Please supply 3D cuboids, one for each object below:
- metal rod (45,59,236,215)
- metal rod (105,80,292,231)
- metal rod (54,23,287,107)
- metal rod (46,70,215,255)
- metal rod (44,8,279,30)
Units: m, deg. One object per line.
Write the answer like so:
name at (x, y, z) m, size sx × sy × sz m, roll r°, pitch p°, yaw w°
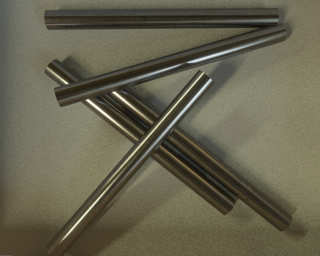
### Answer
metal rod at (-0.026, 0.012, 0.410) m, size 0.300 × 0.025 × 0.025 m, roll 38°, pitch 90°, yaw -1°
metal rod at (0.049, 0.034, 0.411) m, size 0.300 × 0.025 × 0.025 m, roll 38°, pitch 90°, yaw -1°
metal rod at (0.019, -0.082, 0.395) m, size 0.302 × 0.025 × 0.025 m, roll -18°, pitch 90°, yaw -7°
metal rod at (-0.041, 0.050, 0.390) m, size 0.025 × 0.025 × 0.299 m, roll 41°, pitch 97°, yaw -1°
metal rod at (0.003, -0.145, 0.410) m, size 0.302 × 0.025 × 0.025 m, roll -1°, pitch 90°, yaw -1°
